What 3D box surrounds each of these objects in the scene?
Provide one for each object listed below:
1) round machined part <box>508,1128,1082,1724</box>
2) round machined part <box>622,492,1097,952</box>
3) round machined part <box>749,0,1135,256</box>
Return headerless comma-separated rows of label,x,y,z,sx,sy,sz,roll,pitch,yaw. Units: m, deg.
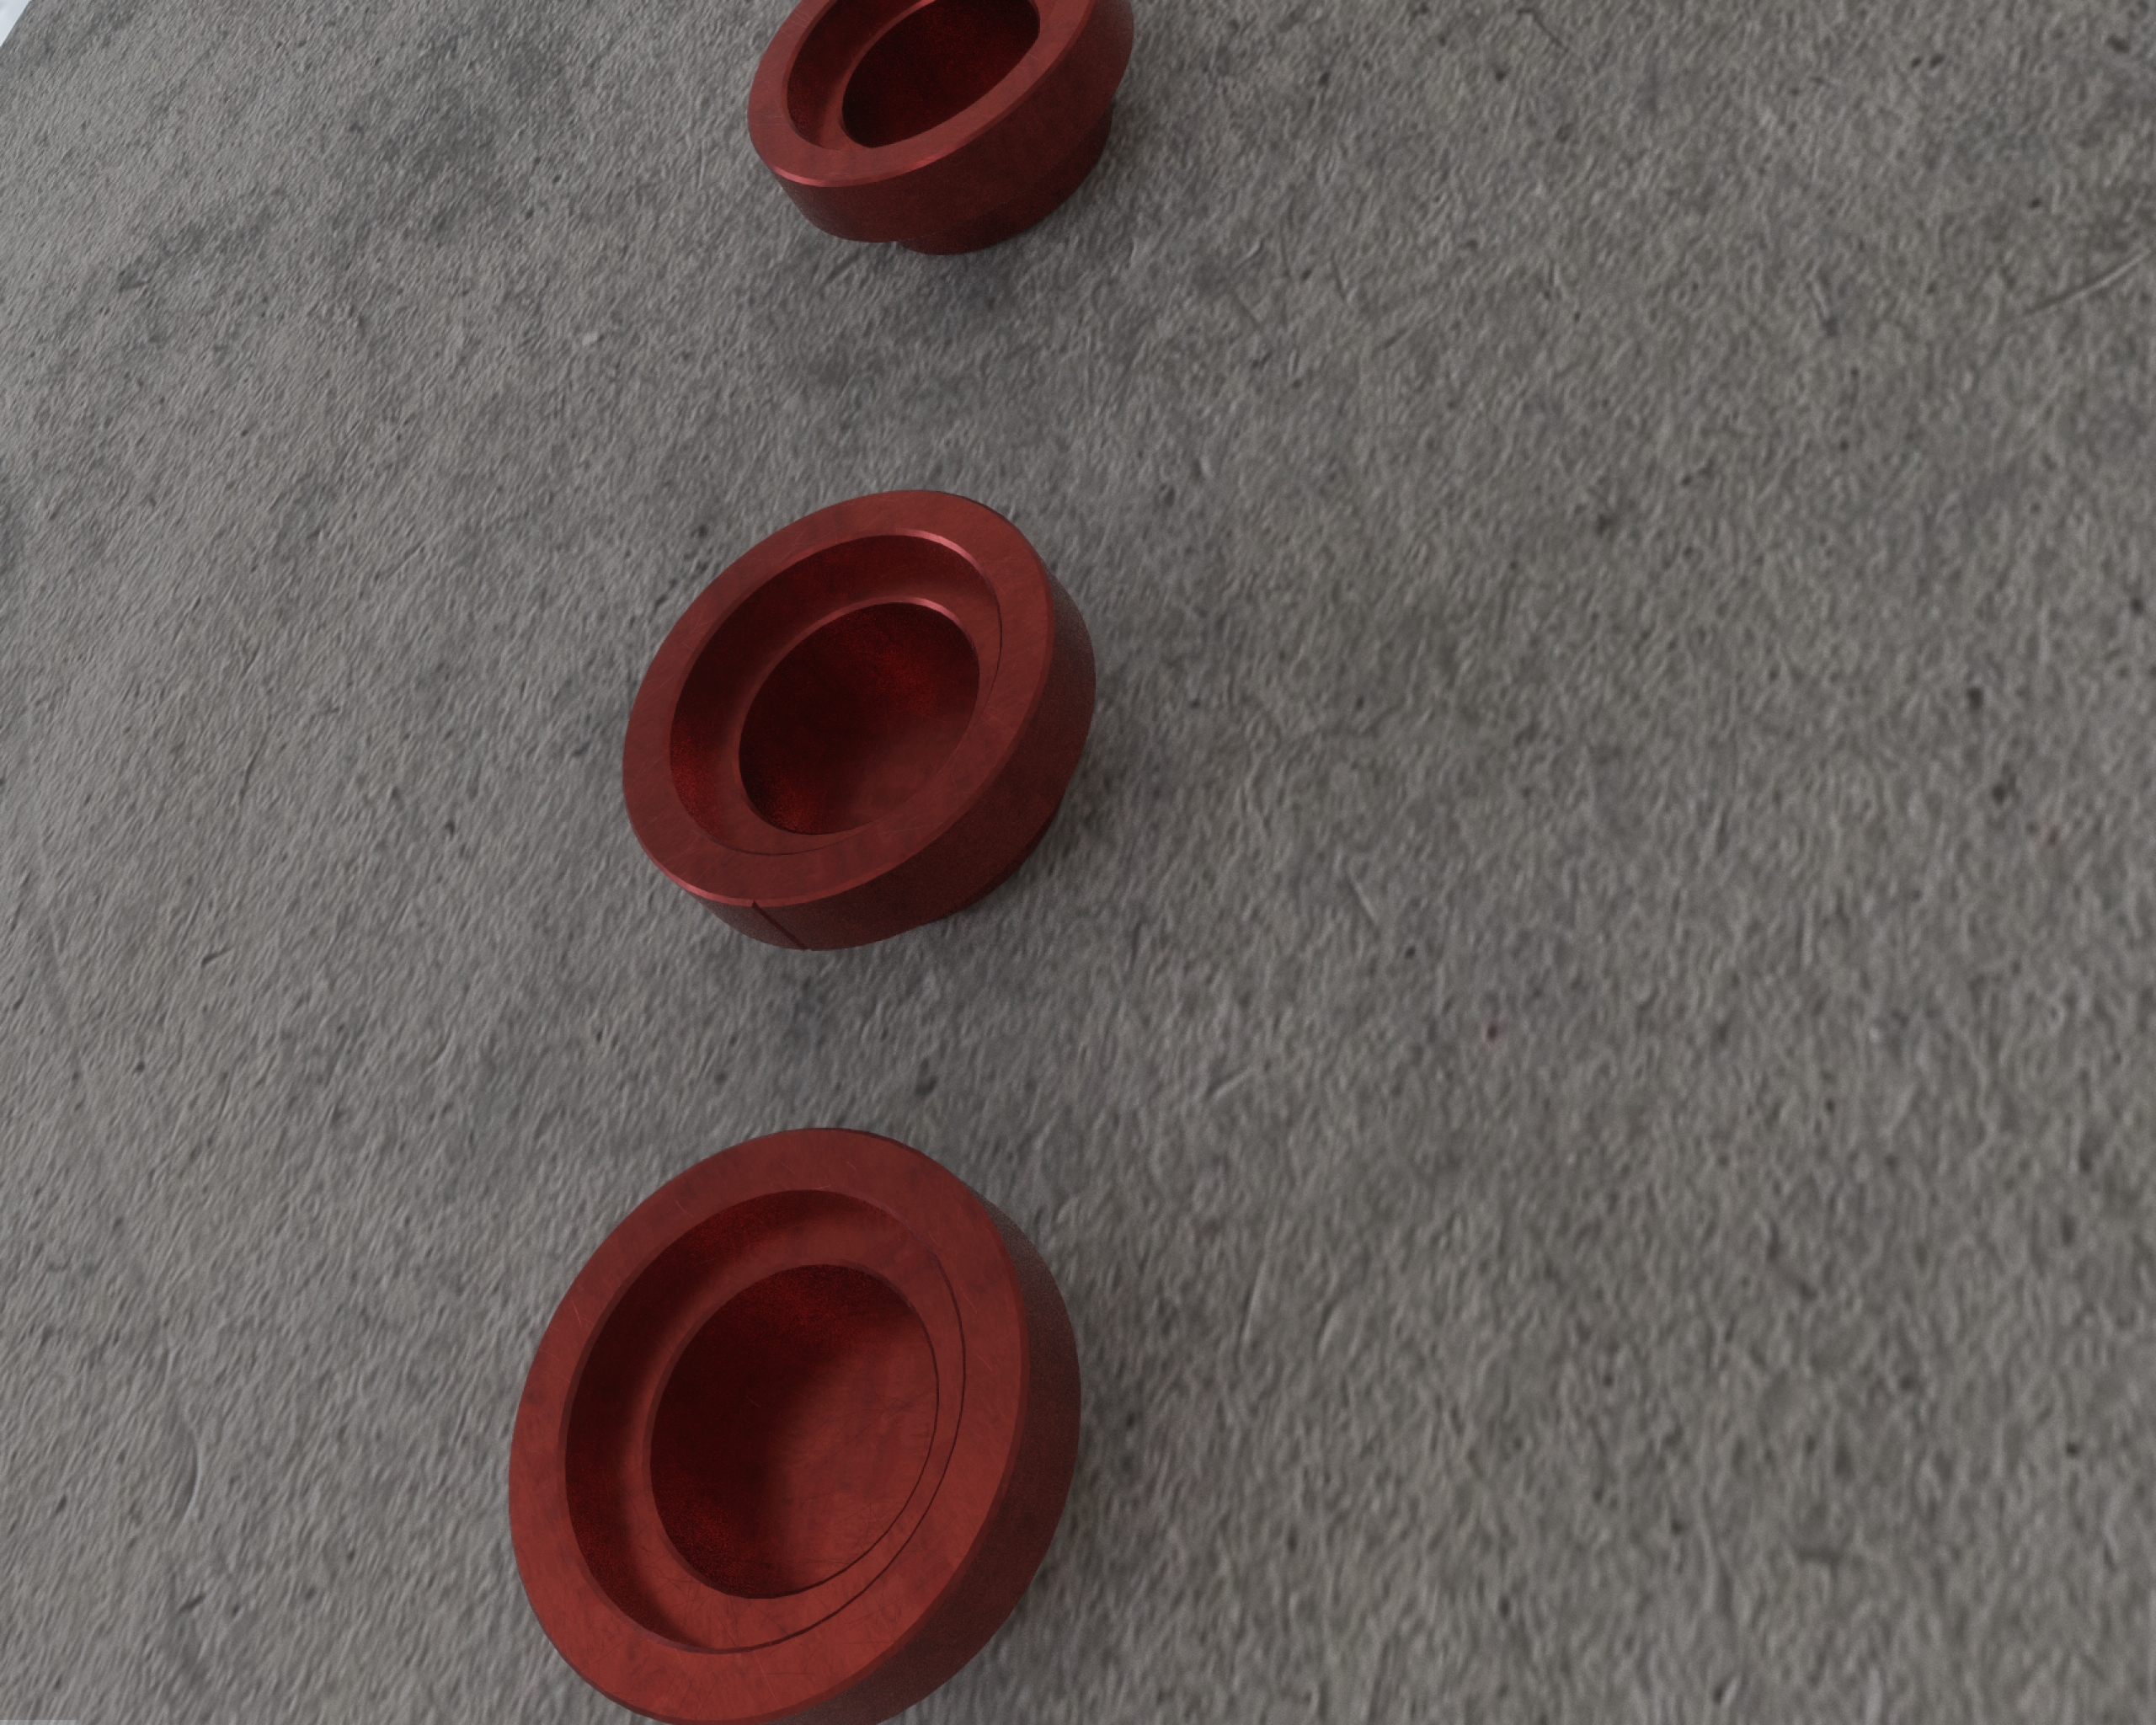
round machined part,-0.044,0.098,0.356,0.098,0.042,0.098,-13,56,21
round machined part,-0.041,-0.025,0.430,0.098,0.042,0.098,-13,56,21
round machined part,-0.030,-0.194,0.528,0.098,0.042,0.098,-13,56,21
